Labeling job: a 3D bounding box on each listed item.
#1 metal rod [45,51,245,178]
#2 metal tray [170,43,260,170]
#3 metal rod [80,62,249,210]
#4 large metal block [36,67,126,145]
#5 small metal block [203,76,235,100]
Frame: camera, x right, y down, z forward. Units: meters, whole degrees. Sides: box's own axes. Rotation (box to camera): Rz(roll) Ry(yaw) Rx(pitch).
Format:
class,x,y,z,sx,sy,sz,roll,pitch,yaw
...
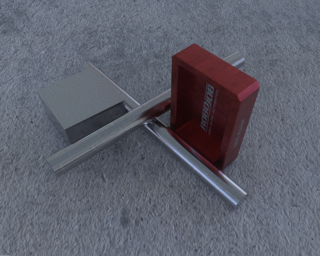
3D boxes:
class,x,y,z,sx,sy,sz,roll,pitch,yaw
metal rod,-0.001,-0.029,0.396,0.302,0.025,0.025,-32,57,-25
metal tray,0.054,-0.019,0.352,0.030,0.129,0.090,-36,59,-25
metal rod,-0.012,-0.005,0.409,0.025,0.025,0.300,-35,58,-26
large metal block,-0.100,-0.025,0.407,0.081,0.050,0.080,-30,56,-23
small metal block,0.083,-0.054,0.451,0.050,0.025,0.050,-29,56,-22
